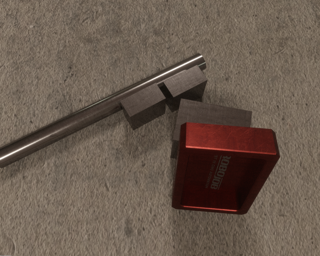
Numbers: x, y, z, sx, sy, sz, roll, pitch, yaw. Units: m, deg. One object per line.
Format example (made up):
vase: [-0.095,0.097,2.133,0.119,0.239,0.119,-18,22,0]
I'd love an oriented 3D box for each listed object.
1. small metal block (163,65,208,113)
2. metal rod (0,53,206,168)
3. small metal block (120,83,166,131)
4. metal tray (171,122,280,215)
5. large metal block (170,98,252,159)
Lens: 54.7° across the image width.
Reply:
small metal block: [0.032,-0.051,0.414,0.050,0.050,0.025,-28,73,-10]
metal rod: [-0.073,-0.028,0.417,0.302,0.025,0.025,-27,73,-10]
small metal block: [-0.021,-0.027,0.404,0.050,0.050,0.025,-29,73,-10]
metal tray: [0.062,0.049,0.334,0.091,0.129,0.030,5,51,1]
large metal block: [0.058,0.010,0.376,0.080,0.080,0.050,11,71,3]
